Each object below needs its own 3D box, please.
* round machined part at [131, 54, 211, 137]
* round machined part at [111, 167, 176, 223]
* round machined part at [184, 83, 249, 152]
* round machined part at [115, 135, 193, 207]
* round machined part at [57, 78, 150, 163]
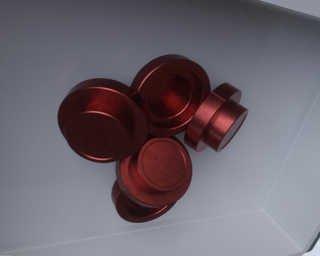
[{"bbox_3d":[0.008,-0.041,0.373,0.099,0.042,0.097,-14,124,-21],"label":"round machined part"},{"bbox_3d":[-0.021,0.082,0.434,0.099,0.042,0.097,-14,124,-21],"label":"round machined part"},{"bbox_3d":[0.078,-0.007,0.405,0.098,0.042,0.098,-44,158,-23],"label":"round machined part"},{"bbox_3d":[-0.002,0.048,0.387,0.099,0.098,0.042,-6,166,-25],"label":"round machined part"},{"bbox_3d":[-0.062,-0.001,0.333,0.099,0.042,0.097,3,126,4],"label":"round machined part"}]
